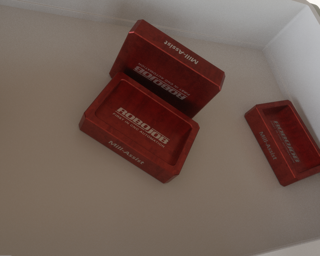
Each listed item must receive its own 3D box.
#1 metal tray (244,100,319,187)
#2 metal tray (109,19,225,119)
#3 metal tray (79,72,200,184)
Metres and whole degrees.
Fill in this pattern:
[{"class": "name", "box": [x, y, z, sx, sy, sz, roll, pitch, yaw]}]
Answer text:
[{"class": "metal tray", "box": [0.203, 0.020, 0.499, 0.091, 0.030, 0.130, -10, 67, -32]}, {"class": "metal tray", "box": [0.007, -0.070, 0.410, 0.130, 0.090, 0.030, 31, 52, -9]}, {"class": "metal tray", "box": [-0.022, -0.002, 0.391, 0.130, 0.030, 0.090, 34, 51, -6]}]
